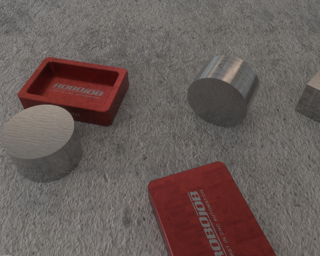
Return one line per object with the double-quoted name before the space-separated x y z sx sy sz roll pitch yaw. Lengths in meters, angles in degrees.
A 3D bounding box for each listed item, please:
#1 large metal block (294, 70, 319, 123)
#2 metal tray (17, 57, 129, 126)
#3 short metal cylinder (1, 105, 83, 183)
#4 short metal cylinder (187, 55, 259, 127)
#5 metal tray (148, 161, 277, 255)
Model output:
"large metal block" 0.249 -0.044 0.425 0.080 0.050 0.080 34 58 25
"metal tray" -0.120 -0.055 0.444 0.131 0.030 0.090 10 51 8
"short metal cylinder" -0.138 0.018 0.371 0.081 0.050 0.080 0 50 0
"short metal cylinder" 0.083 -0.048 0.408 0.080 0.080 0.050 22 54 17
"metal tray" 0.049 0.103 0.313 0.091 0.030 0.130 -14 52 -12
